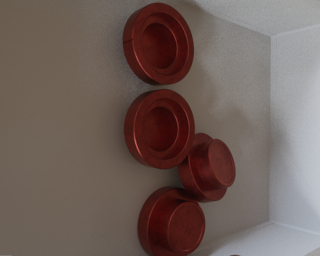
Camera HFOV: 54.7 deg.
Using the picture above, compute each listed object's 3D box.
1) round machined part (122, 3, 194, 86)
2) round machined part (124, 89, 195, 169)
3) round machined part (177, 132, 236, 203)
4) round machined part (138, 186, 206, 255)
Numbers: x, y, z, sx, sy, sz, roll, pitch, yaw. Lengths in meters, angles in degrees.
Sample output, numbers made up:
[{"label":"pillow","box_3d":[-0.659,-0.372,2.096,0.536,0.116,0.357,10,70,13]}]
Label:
[{"label":"round machined part","box_3d":[-0.006,-0.102,0.390,0.099,0.042,0.097,0,90,-40]},{"label":"round machined part","box_3d":[-0.005,0.001,0.391,0.099,0.042,0.097,0,90,-40]},{"label":"round machined part","box_3d":[0.071,0.053,0.434,0.098,0.042,0.098,27,53,-42]},{"label":"round machined part","box_3d":[0.023,0.129,0.412,0.099,0.042,0.097,3,86,-40]}]
